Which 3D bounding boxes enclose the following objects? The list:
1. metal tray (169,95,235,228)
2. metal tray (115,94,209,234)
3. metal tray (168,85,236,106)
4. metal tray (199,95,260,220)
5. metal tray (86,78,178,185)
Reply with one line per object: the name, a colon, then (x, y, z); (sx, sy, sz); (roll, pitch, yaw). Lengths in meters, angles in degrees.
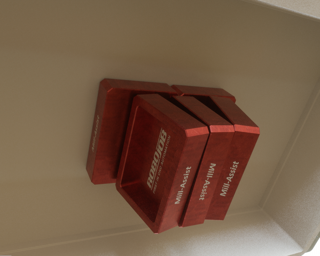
metal tray: (0.031, 0.037, 0.364); (0.030, 0.090, 0.129); (0, 117, -28)
metal tray: (-0.004, 0.038, 0.343); (0.030, 0.090, 0.129); (-8, 123, -40)
metal tray: (0.043, 0.008, 0.432); (0.091, 0.030, 0.129); (0, 118, -29)
metal tray: (0.068, 0.036, 0.382); (0.030, 0.090, 0.129); (7, 116, -16)
metal tray: (-0.036, 0.007, 0.387); (0.091, 0.030, 0.129); (0, 118, -29)
